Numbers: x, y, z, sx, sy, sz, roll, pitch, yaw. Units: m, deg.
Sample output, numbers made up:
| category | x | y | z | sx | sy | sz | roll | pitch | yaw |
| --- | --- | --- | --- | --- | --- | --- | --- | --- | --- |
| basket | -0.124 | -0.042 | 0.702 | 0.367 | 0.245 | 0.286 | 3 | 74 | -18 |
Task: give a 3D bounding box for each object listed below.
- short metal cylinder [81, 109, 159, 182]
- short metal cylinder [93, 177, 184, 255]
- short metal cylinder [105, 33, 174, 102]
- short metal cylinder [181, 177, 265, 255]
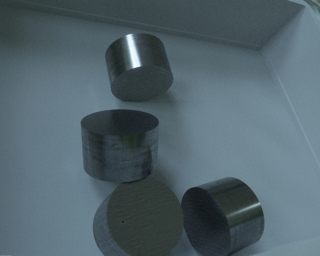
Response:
| category | x | y | z | sx | sy | sz | roll | pitch | yaw |
| --- | --- | --- | --- | --- | --- | --- | --- | --- | --- |
| short metal cylinder | -0.042 | 0.016 | 0.332 | 0.081 | 0.050 | 0.080 | 2 | 21 | -1 |
| short metal cylinder | -0.023 | 0.096 | 0.320 | 0.081 | 0.050 | 0.080 | 14 | 56 | -21 |
| short metal cylinder | -0.027 | -0.076 | 0.403 | 0.081 | 0.080 | 0.050 | 0 | 62 | -29 |
| short metal cylinder | 0.068 | 0.100 | 0.348 | 0.050 | 0.080 | 0.080 | -9 | 67 | -33 |
